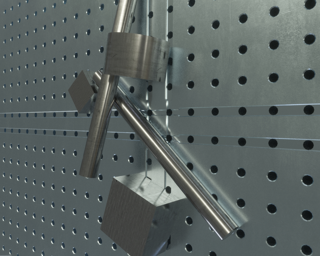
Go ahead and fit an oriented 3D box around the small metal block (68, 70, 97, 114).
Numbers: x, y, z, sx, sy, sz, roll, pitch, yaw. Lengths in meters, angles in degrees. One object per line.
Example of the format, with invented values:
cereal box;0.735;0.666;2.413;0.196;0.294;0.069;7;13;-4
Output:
small metal block;-0.120;-0.059;0.509;0.050;0.025;0.050;-44;64;31

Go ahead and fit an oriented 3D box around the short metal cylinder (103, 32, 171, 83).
short metal cylinder;-0.030;-0.089;0.398;0.080;0.081;0.050;14;99;39

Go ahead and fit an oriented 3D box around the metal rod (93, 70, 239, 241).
metal rod;-0.008;0.018;0.416;0.300;0.025;0.025;49;119;28

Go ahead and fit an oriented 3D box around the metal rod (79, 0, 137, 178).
metal rod;-0.069;-0.078;0.438;0.025;0.025;0.298;13;90;39

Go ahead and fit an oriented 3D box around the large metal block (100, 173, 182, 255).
large metal block;-0.028;0.116;0.416;0.080;0.050;0.079;25;106;37
